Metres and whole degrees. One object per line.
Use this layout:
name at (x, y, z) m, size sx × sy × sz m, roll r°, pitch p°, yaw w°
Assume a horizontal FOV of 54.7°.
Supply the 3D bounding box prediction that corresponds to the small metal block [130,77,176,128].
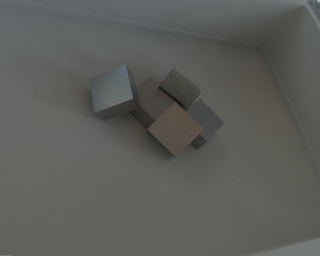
small metal block at (-0.014, -0.034, 0.418) m, size 0.050 × 0.025 × 0.050 m, roll 44°, pitch 51°, yaw 2°

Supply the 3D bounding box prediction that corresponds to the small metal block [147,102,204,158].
small metal block at (0.019, 0.003, 0.398) m, size 0.050 × 0.025 × 0.050 m, roll 45°, pitch 82°, yaw 3°

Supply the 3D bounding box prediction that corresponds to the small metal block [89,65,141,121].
small metal block at (-0.056, -0.043, 0.384) m, size 0.050 × 0.025 × 0.050 m, roll -19°, pitch 64°, yaw 11°

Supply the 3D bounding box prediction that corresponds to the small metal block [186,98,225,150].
small metal block at (0.055, -0.006, 0.439) m, size 0.050 × 0.025 × 0.050 m, roll 46°, pitch 51°, yaw 3°

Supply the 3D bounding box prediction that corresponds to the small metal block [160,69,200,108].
small metal block at (0.030, -0.058, 0.442) m, size 0.050 × 0.025 × 0.050 m, roll 37°, pitch 16°, yaw -4°
